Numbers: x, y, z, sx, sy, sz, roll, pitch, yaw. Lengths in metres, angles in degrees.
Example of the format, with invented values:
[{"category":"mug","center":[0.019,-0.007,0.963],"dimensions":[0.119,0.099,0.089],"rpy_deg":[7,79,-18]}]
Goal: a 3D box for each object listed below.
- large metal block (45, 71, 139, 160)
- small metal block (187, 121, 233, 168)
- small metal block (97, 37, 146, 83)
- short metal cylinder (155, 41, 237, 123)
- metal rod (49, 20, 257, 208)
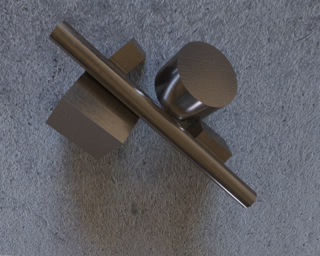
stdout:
[{"category":"large metal block","center":[-0.080,-0.013,0.373],"dimensions":[0.080,0.050,0.080],"rpy_deg":[39,146,-14]},{"category":"small metal block","center":[0.062,0.018,0.402],"dimensions":[0.050,0.050,0.025],"rpy_deg":[39,105,-14]},{"category":"small metal block","center":[-0.044,-0.080,0.368],"dimensions":[0.050,0.050,0.025],"rpy_deg":[-37,106,12]},{"category":"short metal cylinder","center":[0.041,-0.052,0.357],"dimensions":[0.080,0.080,0.050],"rpy_deg":[37,147,-13]},{"category":"metal rod","center":[0.003,-0.005,0.356],"dimensions":[0.300,0.025,0.025],"rpy_deg":[41,105,-14]}]
